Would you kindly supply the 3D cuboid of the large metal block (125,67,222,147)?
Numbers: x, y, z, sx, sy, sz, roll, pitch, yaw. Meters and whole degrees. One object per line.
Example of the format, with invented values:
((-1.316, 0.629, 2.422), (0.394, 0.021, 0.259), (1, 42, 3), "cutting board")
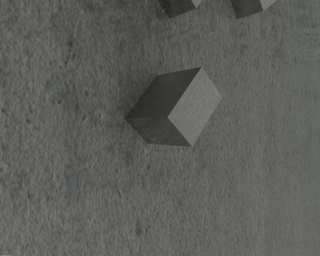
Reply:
((0.017, -0.025, 0.385), (0.050, 0.080, 0.080), (49, 61, -29), "large metal block")

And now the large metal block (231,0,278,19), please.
((0.159, -0.244, 0.524), (0.080, 0.050, 0.080), (-42, 116, -32), "large metal block")

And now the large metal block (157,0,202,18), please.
((0.026, -0.210, 0.412), (0.080, 0.050, 0.080), (47, 62, -30), "large metal block")
